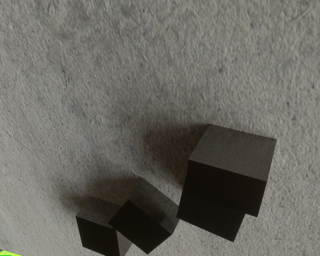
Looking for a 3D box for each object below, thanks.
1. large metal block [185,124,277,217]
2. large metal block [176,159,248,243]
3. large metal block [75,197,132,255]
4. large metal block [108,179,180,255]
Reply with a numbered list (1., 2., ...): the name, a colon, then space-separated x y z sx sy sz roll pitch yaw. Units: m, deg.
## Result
1. large metal block: 0.082 0.044 0.355 0.080 0.080 0.050 14 124 20
2. large metal block: 0.074 0.090 0.407 0.080 0.050 0.079 20 126 16
3. large metal block: -0.095 0.178 0.549 0.080 0.050 0.079 12 123 21
4. large metal block: -0.022 0.140 0.488 0.080 0.050 0.080 38 129 2
